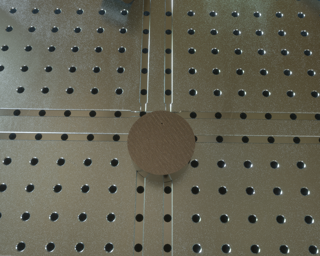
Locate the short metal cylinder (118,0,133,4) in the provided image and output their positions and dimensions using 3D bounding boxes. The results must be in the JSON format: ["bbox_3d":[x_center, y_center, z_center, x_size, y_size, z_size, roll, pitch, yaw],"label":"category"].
[{"bbox_3d":[-0.061,-0.238,0.469,0.050,0.080,0.080,26,72,9],"label":"short metal cylinder"}]

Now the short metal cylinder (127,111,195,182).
[{"bbox_3d":[0.002,0.024,0.390,0.081,0.050,0.080,0,70,0],"label":"short metal cylinder"}]
